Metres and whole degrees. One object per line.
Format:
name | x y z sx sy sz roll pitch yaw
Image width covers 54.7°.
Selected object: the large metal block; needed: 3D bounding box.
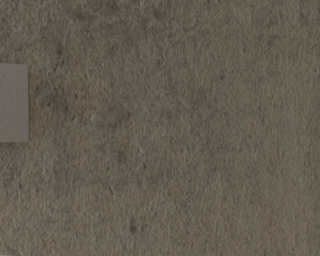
large metal block | -0.182 -0.025 0.328 0.081 0.050 0.079 -1 90 -21
